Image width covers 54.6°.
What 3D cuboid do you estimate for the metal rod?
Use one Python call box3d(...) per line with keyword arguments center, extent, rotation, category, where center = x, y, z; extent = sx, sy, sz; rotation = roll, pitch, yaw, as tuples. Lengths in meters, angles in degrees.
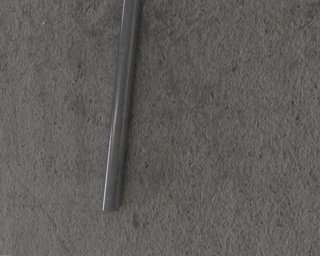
box3d(center=(-0.053, -0.035, 0.428), extent=(0.025, 0.025, 0.298), rotation=(7, 92, 20), category="metal rod")
